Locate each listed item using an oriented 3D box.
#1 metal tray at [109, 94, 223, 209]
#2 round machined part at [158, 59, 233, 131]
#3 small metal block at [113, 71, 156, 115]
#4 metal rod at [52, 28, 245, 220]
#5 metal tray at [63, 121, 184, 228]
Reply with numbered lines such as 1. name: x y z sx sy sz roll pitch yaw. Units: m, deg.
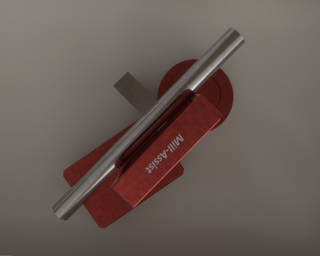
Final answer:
1. metal tray: 0.006 0.020 0.340 0.030 0.090 0.130 43 96 -3
2. round machined part: 0.046 -0.041 0.402 0.099 0.042 0.097 0 90 -1
3. small metal block: -0.030 -0.042 0.397 0.025 0.050 0.050 -45 91 0
4. metal rod: -0.016 -0.002 0.371 0.025 0.025 0.300 45 94 -1
5. metal tray: -0.046 0.056 0.407 0.130 0.030 0.090 -35 90 -1
